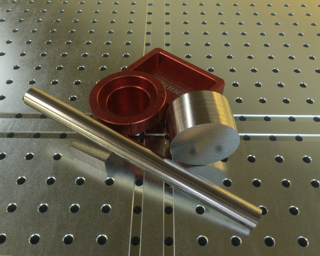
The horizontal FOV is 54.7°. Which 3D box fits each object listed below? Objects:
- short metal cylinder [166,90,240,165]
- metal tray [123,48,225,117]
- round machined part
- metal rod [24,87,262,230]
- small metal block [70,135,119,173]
[{"bbox_3d":[0.049,0.001,0.370,0.081,0.080,0.050,-3,50,-3],"label":"short metal cylinder"},{"bbox_3d":[0.017,-0.063,0.457,0.130,0.030,0.090,32,56,24],"label":"metal tray"},{"bbox_3d":[-0.041,-0.028,0.409,0.099,0.042,0.098,-1,50,1],"label":"round machined part"},{"bbox_3d":[-0.028,0.029,0.356,0.301,0.025,0.025,28,55,10],"label":"metal rod"},{"bbox_3d":[-0.075,0.022,0.389,0.050,0.025,0.050,22,53,17],"label":"small metal block"}]
